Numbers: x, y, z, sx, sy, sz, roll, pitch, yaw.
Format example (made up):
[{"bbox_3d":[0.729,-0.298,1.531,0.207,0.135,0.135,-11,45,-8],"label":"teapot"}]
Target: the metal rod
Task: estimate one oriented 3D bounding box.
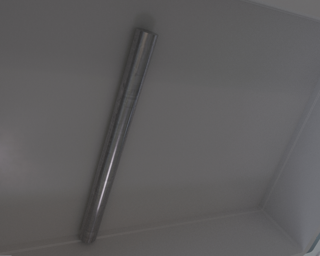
[{"bbox_3d":[-0.059,0.026,0.391,0.025,0.025,0.298,5,116,-31],"label":"metal rod"}]
